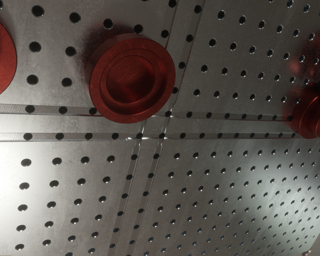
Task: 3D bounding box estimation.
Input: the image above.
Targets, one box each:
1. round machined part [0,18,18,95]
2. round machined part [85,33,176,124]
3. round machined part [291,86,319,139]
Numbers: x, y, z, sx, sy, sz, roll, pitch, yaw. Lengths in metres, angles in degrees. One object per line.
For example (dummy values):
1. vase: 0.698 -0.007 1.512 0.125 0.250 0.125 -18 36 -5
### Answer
1. round machined part: -0.177 -0.061 0.266 0.099 0.042 0.097 -14 125 -21
2. round machined part: -0.035 -0.057 0.347 0.099 0.042 0.097 -14 125 -21
3. round machined part: 0.285 -0.021 0.546 0.099 0.042 0.097 -14 124 -21
